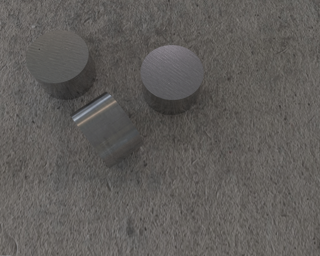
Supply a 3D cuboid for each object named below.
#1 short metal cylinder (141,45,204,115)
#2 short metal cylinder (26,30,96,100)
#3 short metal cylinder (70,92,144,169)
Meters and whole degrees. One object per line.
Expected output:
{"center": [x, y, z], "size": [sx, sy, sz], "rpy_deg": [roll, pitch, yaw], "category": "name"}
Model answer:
{"center": [0.016, -0.064, 0.418], "size": [0.081, 0.050, 0.080], "rpy_deg": [0, 70, 0], "category": "short metal cylinder"}
{"center": [-0.133, -0.085, 0.425], "size": [0.081, 0.050, 0.080], "rpy_deg": [0, 70, 0], "category": "short metal cylinder"}
{"center": [-0.064, 0.003, 0.377], "size": [0.050, 0.080, 0.080], "rpy_deg": [-36, 74, -12], "category": "short metal cylinder"}
